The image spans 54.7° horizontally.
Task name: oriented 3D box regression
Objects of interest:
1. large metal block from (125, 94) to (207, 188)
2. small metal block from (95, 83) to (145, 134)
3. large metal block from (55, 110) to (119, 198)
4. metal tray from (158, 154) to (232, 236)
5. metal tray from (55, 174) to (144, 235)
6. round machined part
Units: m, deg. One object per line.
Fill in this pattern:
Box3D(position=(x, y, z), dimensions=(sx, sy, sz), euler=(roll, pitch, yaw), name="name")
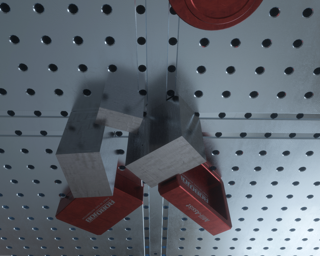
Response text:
Box3D(position=(0.006, 0.016, 0.389), dimensions=(0.080, 0.080, 0.050), euler=(-30, 124, 23), name="large metal block")
Box3D(position=(-0.047, -0.024, 0.374), dimensions=(0.050, 0.050, 0.025), euler=(15, 129, -13), name="small metal block")
Box3D(position=(-0.089, 0.033, 0.402), dimensions=(0.050, 0.080, 0.080), euler=(-4, 130, 3), name="large metal block")
Box3D(position=(0.050, 0.082, 0.439), dimensions=(0.030, 0.090, 0.130), euler=(-32, 124, 24), name="metal tray")
Box3D(position=(-0.100, 0.124, 0.513), dimensions=(0.090, 0.030, 0.129), euler=(33, 123, -25), name="metal tray")
Box3D(position=(0.054, -0.136, 0.285), dimensions=(0.099, 0.042, 0.097), euler=(0, 130, 0), name="round machined part")
